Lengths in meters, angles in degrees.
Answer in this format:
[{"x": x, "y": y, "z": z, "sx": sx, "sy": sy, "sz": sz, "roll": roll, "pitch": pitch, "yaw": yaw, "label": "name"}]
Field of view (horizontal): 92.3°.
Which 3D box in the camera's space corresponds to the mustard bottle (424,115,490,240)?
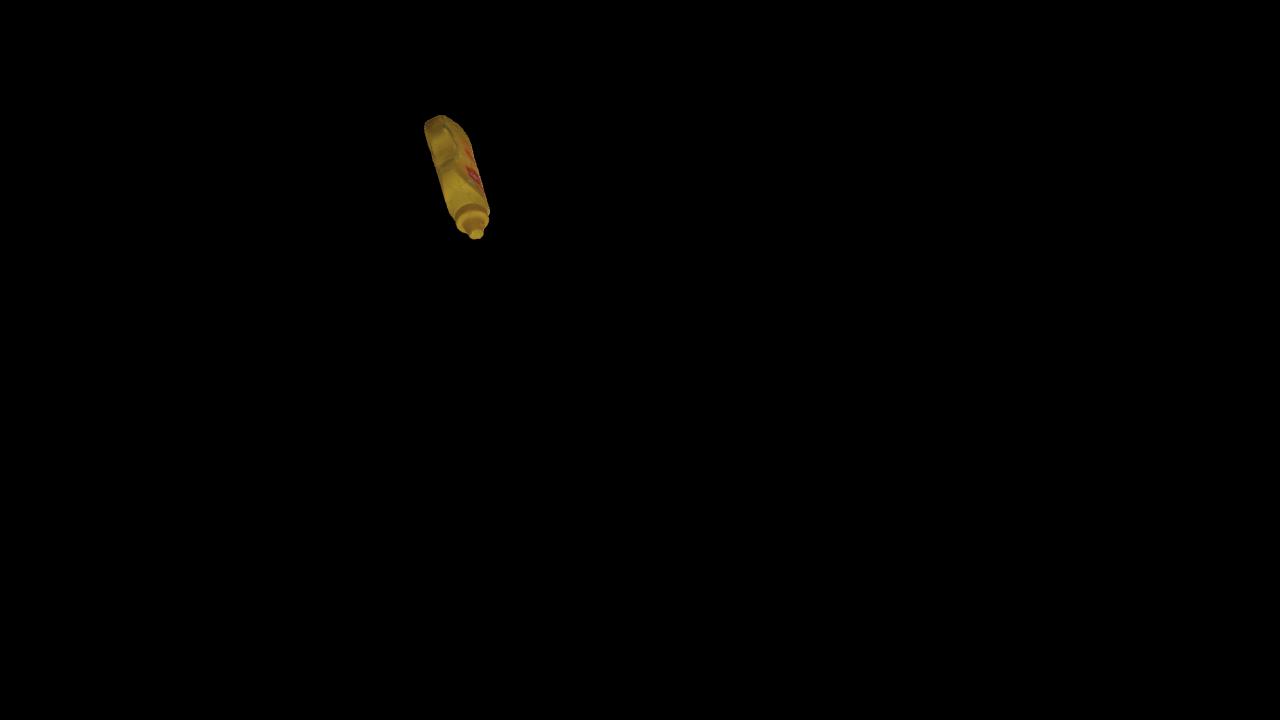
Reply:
[{"x": -0.237, "y": -0.232, "z": 0.819, "sx": 0.054, "sy": 0.184, "sz": 0.092, "roll": -21, "pitch": -27, "yaw": -2, "label": "mustard bottle"}]
